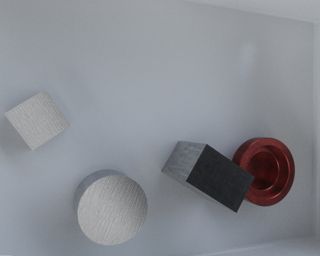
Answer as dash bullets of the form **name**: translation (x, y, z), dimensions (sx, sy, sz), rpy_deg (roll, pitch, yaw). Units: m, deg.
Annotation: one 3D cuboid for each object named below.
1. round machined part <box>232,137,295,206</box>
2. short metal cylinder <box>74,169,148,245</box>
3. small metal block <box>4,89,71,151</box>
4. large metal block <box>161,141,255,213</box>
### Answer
- **round machined part**: translation (0.146, 0.062, 0.457), dimensions (0.099, 0.042, 0.097), rpy_deg (0, 90, -21)
- **short metal cylinder**: translation (-0.061, 0.093, 0.376), dimensions (0.081, 0.050, 0.079), rpy_deg (0, 90, -21)
- **small metal block**: translation (-0.140, -0.009, 0.359), dimensions (0.050, 0.025, 0.050), rpy_deg (-36, 102, -17)
- **large metal block**: translation (0.060, 0.060, 0.405), dimensions (0.080, 0.080, 0.050), rpy_deg (34, 79, -17)
